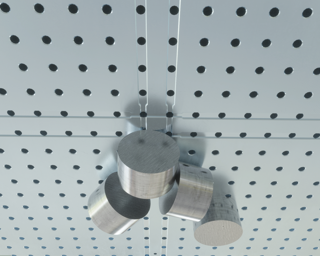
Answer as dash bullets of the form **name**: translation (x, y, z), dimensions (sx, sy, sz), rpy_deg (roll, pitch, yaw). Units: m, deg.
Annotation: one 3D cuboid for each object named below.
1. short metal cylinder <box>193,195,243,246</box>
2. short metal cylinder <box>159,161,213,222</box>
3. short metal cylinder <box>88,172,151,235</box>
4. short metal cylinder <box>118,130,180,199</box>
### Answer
- **short metal cylinder**: translation (0.097, 0.159, 0.532), dimensions (0.081, 0.050, 0.079), rpy_deg (0, 130, 0)
- **short metal cylinder**: translation (0.036, 0.092, 0.454), dimensions (0.050, 0.080, 0.079), rpy_deg (17, 128, -14)
- **short metal cylinder**: translation (-0.062, 0.113, 0.471), dimensions (0.080, 0.080, 0.050), rpy_deg (29, 124, -23)
- **short metal cylinder**: translation (-0.016, 0.047, 0.416), dimensions (0.081, 0.080, 0.050), rpy_deg (4, 130, -4)
